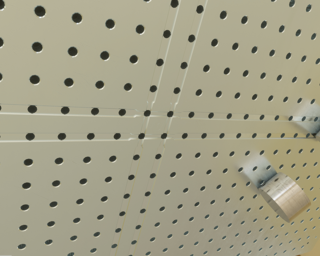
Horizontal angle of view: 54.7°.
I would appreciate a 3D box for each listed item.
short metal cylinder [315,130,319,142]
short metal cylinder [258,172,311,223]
[{"bbox_3d":[0.339,0.021,0.574,0.080,0.080,0.050,33,100,-39],"label":"short metal cylinder"},{"bbox_3d":[0.233,0.130,0.583,0.050,0.080,0.080,-38,129,-3],"label":"short metal cylinder"}]
